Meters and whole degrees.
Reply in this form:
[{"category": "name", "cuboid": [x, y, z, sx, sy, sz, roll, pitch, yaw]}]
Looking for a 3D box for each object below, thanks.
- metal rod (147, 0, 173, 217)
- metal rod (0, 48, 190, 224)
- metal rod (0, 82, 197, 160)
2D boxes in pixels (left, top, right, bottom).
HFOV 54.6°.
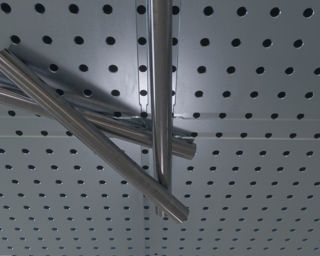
[{"category": "metal rod", "cuboid": [0.002, -0.003, 0.383, 0.025, 0.025, 0.298, -1, 122, 1]}, {"category": "metal rod", "cuboid": [-0.074, 0.020, 0.383, 0.025, 0.025, 0.300, -38, 107, 27]}, {"category": "metal rod", "cuboid": [-0.093, -0.010, 0.401, 0.302, 0.025, 0.025, 18, 128, -15]}]
